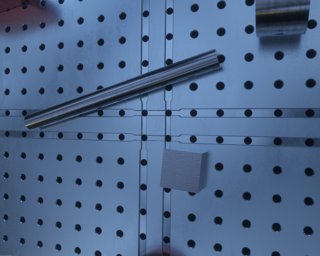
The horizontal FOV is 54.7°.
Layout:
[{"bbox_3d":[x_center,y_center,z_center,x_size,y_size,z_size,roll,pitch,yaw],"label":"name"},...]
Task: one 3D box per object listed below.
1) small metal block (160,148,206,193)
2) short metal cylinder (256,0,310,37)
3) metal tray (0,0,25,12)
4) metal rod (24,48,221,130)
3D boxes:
[{"bbox_3d":[0.030,0.053,0.401,0.050,0.025,0.050,6,92,19],"label":"small metal block"},{"bbox_3d":[0.132,-0.142,0.337,0.050,0.080,0.079,2,91,20],"label":"short metal cylinder"},{"bbox_3d":[-0.291,-0.207,0.478,0.130,0.090,0.030,-8,88,19],"label":"metal tray"},{"bbox_3d":[-0.064,-0.048,0.434,0.301,0.025,0.025,-16,85,18],"label":"metal rod"}]
